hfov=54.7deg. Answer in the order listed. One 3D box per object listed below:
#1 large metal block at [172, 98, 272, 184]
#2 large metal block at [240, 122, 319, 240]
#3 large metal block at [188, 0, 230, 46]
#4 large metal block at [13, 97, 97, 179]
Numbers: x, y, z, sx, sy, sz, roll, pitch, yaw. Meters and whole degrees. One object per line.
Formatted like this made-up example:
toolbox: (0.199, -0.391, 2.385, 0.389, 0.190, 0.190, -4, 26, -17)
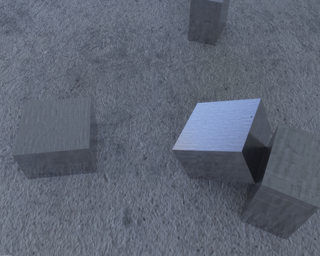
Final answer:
large metal block: (0.073, 0.013, 0.355, 0.080, 0.050, 0.080, -1, 43, 37)
large metal block: (0.127, 0.055, 0.320, 0.050, 0.080, 0.080, 21, 53, 14)
large metal block: (0.087, -0.204, 0.539, 0.050, 0.080, 0.080, 16, 52, 13)
large metal block: (-0.121, 0.011, 0.377, 0.081, 0.050, 0.080, -5, 50, -4)
